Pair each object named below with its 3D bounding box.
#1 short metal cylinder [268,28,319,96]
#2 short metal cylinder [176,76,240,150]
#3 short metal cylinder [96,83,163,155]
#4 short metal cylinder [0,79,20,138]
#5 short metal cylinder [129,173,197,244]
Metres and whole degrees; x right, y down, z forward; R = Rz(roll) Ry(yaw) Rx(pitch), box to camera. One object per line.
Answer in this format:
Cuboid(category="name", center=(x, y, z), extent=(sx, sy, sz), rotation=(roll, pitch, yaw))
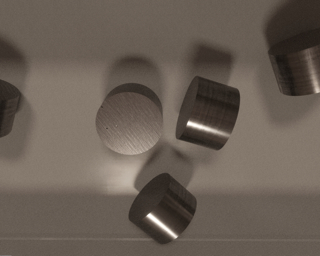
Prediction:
Cuboid(category="short metal cylinder", center=(0.172, -0.077, 0.356), extent=(0.080, 0.080, 0.050), rotation=(-22, 109, 7))
Cuboid(category="short metal cylinder", center=(0.056, -0.018, 0.376), extent=(0.050, 0.080, 0.079), rotation=(17, 109, -6))
Cuboid(category="short metal cylinder", center=(-0.037, -0.013, 0.393), extent=(0.081, 0.050, 0.079), rotation=(0, 110, -1))
Cuboid(category="short metal cylinder", center=(-0.216, -0.028, 0.369), extent=(0.080, 0.080, 0.050), rotation=(19, 109, -7))
Cuboid(category="short metal cylinder", center=(0.003, 0.108, 0.422), extent=(0.080, 0.080, 0.050), rotation=(-43, 105, 14))
